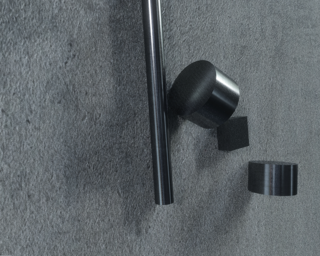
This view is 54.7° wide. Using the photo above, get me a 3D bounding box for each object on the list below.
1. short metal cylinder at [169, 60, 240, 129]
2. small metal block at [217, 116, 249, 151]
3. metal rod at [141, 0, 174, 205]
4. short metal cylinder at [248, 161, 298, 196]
[{"bbox_3d":[0.059,-0.045,0.421,0.050,0.080,0.080,26,74,-38],"label":"short metal cylinder"},{"bbox_3d":[0.120,0.008,0.508,0.050,0.025,0.050,-9,96,-40],"label":"small metal block"},{"bbox_3d":[-0.004,-0.050,0.403,0.025,0.025,0.298,-7,94,-40],"label":"metal rod"},{"bbox_3d":[0.194,0.085,0.536,0.081,0.080,0.050,3,88,-40],"label":"short metal cylinder"}]
